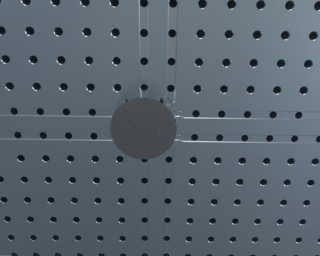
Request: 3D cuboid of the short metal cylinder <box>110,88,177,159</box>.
[{"bbox_3d":[-0.020,-0.007,0.397,0.080,0.050,0.079,0,110,0],"label":"short metal cylinder"}]
